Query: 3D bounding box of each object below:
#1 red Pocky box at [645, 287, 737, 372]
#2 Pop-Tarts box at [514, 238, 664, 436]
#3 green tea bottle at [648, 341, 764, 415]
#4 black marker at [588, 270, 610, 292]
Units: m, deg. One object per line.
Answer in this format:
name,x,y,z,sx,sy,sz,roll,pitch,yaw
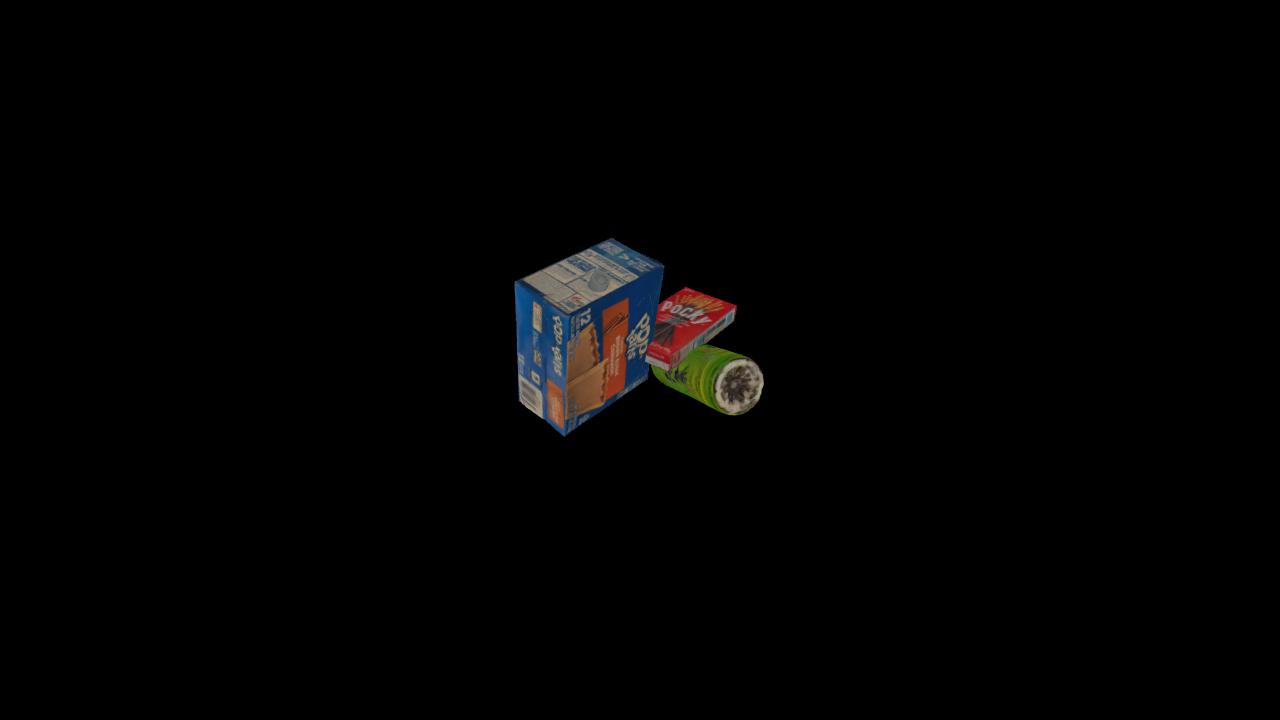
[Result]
red Pocky box,0.047,-0.043,0.766,0.083,0.028,0.155,22,39,30
Pop-Tarts box,-0.056,-0.026,0.675,0.083,0.167,0.141,34,47,27
green tea bottle,0.065,0.011,0.766,0.073,0.073,0.212,0,9,-27
black marker,-0.055,-0.053,0.642,0.020,0.020,0.121,0,-25,-19
